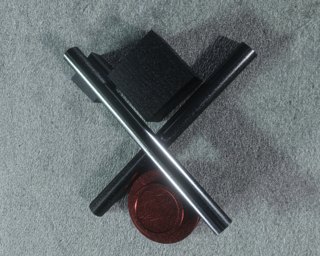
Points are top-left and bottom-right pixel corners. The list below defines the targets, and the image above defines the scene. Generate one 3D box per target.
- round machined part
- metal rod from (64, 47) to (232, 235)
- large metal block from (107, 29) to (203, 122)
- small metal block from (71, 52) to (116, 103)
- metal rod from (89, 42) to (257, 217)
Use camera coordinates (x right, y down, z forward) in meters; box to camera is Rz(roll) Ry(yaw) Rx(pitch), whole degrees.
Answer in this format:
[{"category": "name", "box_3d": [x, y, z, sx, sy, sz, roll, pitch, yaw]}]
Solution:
[{"category": "round machined part", "box_3d": [0.003, 0.101, 0.399, 0.098, 0.042, 0.097, 0, 90, 19]}, {"category": "metal rod", "box_3d": [-0.024, 0.007, 0.391, 0.025, 0.025, 0.300, -45, 77, 14]}, {"category": "large metal block", "box_3d": [-0.005, -0.064, 0.399, 0.080, 0.050, 0.080, -43, 77, 14]}, {"category": "small metal block", "box_3d": [-0.089, -0.071, 0.442, 0.050, 0.025, 0.050, 45, 103, 14]}, {"category": "metal rod", "box_3d": [0.009, 0.010, 0.408, 0.025, 0.025, 0.299, 46, 104, 14]}]
